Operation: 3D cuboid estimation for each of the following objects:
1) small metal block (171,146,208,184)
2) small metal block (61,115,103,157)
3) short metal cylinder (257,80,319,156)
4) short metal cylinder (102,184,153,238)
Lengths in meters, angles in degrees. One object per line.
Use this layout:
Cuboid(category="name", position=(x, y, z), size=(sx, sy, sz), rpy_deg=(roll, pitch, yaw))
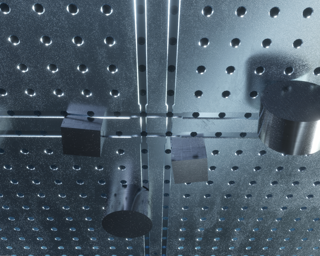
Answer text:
Cuboid(category="small metal block", position=(0.044, 0.055, 0.459), size=(0.050, 0.025, 0.050), rpy_deg=(-6, 130, 4))
Cuboid(category="small metal block", position=(-0.104, 0.012, 0.420), size=(0.050, 0.025, 0.050), rpy_deg=(6, 130, -5))
Cuboid(category="short metal cylinder", position=(0.159, -0.014, 0.365), size=(0.080, 0.080, 0.050), rpy_deg=(-5, 130, 4))
Cuboid(category="short metal cylinder", position=(-0.052, 0.138, 0.513), size=(0.081, 0.050, 0.079), rpy_deg=(0, 130, 0))
